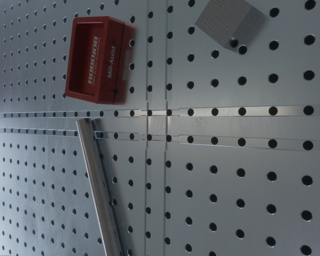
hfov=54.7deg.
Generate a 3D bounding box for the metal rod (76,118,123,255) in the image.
[{"bbox_3d":[-0.086,0.128,0.480,0.025,0.025,0.299,-26,74,37],"label":"metal rod"}]

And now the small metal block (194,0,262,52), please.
[{"bbox_3d":[0.075,-0.123,0.347,0.050,0.025,0.050,49,119,28],"label":"small metal block"}]

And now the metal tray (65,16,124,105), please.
[{"bbox_3d":[-0.107,-0.108,0.494,0.090,0.030,0.129,15,99,39],"label":"metal tray"}]
